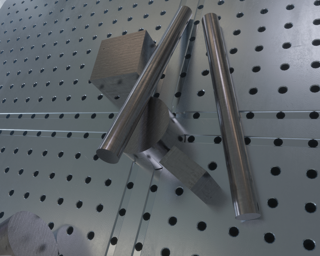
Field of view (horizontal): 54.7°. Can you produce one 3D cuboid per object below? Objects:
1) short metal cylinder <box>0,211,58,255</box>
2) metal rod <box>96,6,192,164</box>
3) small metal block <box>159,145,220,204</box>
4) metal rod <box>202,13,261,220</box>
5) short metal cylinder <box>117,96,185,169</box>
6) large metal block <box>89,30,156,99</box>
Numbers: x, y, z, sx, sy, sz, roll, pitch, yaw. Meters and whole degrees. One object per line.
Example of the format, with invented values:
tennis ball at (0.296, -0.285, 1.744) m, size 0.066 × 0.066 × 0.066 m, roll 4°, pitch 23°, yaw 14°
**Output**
short metal cylinder at (-0.170, 0.148, 0.371) m, size 0.050 × 0.080 × 0.080 m, roll -34°, pitch 51°, yaw 6°
metal rod at (-0.007, -0.079, 0.410) m, size 0.025 × 0.025 × 0.300 m, roll -1°, pitch 46°, yaw 28°
small metal block at (0.033, 0.052, 0.343) m, size 0.025 × 0.050 × 0.050 m, roll -48°, pitch 51°, yaw -5°
metal rod at (0.081, -0.038, 0.388) m, size 0.025 × 0.025 × 0.299 m, roll -16°, pitch 55°, yaw 19°
short metal cylinder at (-0.015, 0.007, 0.396) m, size 0.080 × 0.050 × 0.080 m, roll -13°, pitch 56°, yaw 21°
large metal block at (-0.052, -0.097, 0.479) m, size 0.080 × 0.050 × 0.080 m, roll -5°, pitch 59°, yaw 25°
